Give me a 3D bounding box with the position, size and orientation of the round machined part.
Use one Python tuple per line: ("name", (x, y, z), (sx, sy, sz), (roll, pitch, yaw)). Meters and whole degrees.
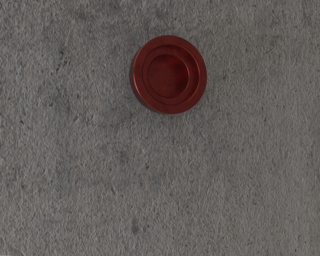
("round machined part", (0.008, -0.066, 0.402), (0.099, 0.042, 0.097), (0, 90, -20))
